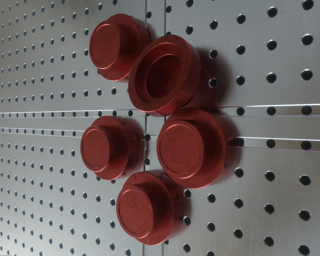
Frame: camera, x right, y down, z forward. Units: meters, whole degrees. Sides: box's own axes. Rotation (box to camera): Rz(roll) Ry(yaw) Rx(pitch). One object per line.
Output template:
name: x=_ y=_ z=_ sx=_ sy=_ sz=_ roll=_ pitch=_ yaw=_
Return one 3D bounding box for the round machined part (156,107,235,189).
round machined part: x=0.035 y=0.024 z=0.368 sx=0.098 sy=0.042 sz=0.097 roll=0 pitch=90 yaw=39

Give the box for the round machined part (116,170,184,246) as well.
round machined part: x=-0.020 y=0.107 z=0.413 sx=0.098 sy=0.042 sz=0.097 roll=0 pitch=90 yaw=39

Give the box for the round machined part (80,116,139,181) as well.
round machined part: x=-0.082 y=0.030 z=0.463 sx=0.098 sy=0.042 sz=0.097 roll=0 pitch=90 yaw=39

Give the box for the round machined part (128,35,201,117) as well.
round machined part: x=0.010 y=-0.059 z=0.377 sx=0.098 sy=0.042 sz=0.098 roll=-17 pitch=63 yaw=38

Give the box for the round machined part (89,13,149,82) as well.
round machined part: x=-0.065 y=-0.117 z=0.450 sx=0.098 sy=0.042 sz=0.097 roll=0 pitch=90 yaw=39
